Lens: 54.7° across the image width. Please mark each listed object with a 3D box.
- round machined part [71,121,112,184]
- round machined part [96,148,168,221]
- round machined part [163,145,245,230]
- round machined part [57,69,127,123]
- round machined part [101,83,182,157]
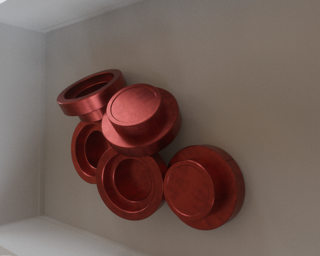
[{"bbox_3d":[-0.086,0.032,0.461,0.098,0.042,0.097,0,90,39],"label":"round machined part"},{"bbox_3d":[-0.031,0.066,0.402,0.098,0.042,0.097,3,97,26],"label":"round machined part"},{"bbox_3d":[0.043,0.068,0.356,0.098,0.042,0.097,0,90,39],"label":"round machined part"},{"bbox_3d":[-0.092,-0.043,0.444,0.098,0.098,0.042,4,128,39],"label":"round machined part"},{"bbox_3d":[-0.026,-0.016,0.377,0.098,0.042,0.098,-9,50,11],"label":"round machined part"}]
